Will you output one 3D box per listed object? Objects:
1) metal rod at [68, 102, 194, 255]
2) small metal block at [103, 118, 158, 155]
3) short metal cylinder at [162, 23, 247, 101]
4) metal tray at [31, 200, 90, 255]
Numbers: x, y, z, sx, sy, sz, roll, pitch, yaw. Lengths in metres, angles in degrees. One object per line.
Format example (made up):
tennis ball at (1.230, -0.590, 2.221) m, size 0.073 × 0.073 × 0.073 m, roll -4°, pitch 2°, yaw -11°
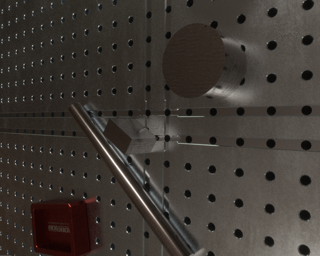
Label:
metal rod at (-0.056, 0.065, 0.453) m, size 0.300 × 0.025 × 0.025 m, roll 48°, pitch 118°, yaw 29°
small metal block at (-0.040, 0.011, 0.424) m, size 0.050 × 0.050 × 0.025 m, roll 40°, pitch 114°, yaw 32°
short metal cylinder at (0.050, -0.072, 0.351) m, size 0.080 × 0.050 × 0.079 m, roll 0°, pitch 90°, yaw 39°
metal tray at (-0.181, 0.177, 0.551) m, size 0.130 × 0.030 × 0.089 m, roll -11°, pitch 83°, yaw 39°
